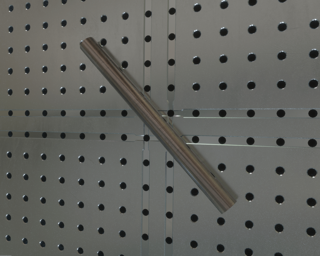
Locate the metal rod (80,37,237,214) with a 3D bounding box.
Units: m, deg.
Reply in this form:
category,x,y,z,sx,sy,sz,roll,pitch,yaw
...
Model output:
category,x,y,z,sx,sy,sz,roll,pitch,yaw
metal rod,-0.010,-0.012,0.417,0.025,0.025,0.300,-44,76,15
